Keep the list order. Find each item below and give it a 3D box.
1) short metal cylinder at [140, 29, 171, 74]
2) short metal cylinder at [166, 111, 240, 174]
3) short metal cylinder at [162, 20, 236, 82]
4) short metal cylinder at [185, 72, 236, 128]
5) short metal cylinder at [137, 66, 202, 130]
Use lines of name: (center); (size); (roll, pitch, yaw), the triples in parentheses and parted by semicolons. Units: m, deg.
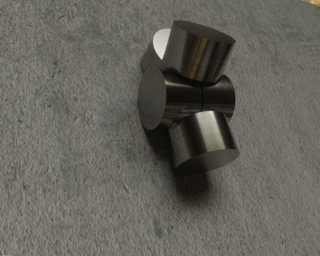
short metal cylinder: (0.016, -0.100, 0.462); (0.081, 0.050, 0.080); (14, 56, -21)
short metal cylinder: (0.053, 0.020, 0.388); (0.081, 0.080, 0.050); (0, 62, -29)
short metal cylinder: (0.048, -0.098, 0.392); (0.081, 0.050, 0.080); (14, 29, -7)
short metal cylinder: (0.057, -0.037, 0.425); (0.050, 0.080, 0.080); (0, 62, -28)
short metal cylinder: (0.010, -0.037, 0.400); (0.050, 0.080, 0.080); (1, 62, -28)
